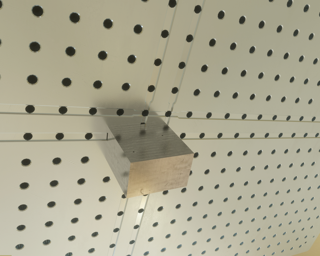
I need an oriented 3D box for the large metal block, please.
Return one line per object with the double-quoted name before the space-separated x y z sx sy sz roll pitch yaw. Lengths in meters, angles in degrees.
"large metal block" -0.016 0.036 0.391 0.081 0.080 0.050 -6 121 -26
